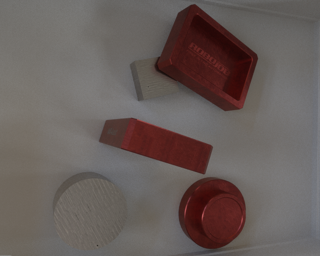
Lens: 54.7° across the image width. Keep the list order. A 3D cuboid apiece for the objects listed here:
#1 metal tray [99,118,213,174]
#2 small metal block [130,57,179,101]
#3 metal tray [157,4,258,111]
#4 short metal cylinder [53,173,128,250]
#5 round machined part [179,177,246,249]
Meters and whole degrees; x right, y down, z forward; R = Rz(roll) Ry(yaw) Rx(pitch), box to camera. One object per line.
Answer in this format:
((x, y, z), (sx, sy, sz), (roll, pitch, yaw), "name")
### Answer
((-0.012, 0.018, 0.351), (0.091, 0.130, 0.030), (19, 84, -19), "metal tray")
((-0.007, -0.066, 0.409), (0.050, 0.025, 0.050), (-15, 95, -20), "small metal block")
((0.069, -0.090, 0.418), (0.131, 0.030, 0.090), (28, 74, -27), "metal tray")
((-0.084, 0.096, 0.367), (0.081, 0.050, 0.079), (0, 90, -21), "short metal cylinder")
((0.079, 0.121, 0.433), (0.099, 0.042, 0.097), (0, 90, -21), "round machined part")
